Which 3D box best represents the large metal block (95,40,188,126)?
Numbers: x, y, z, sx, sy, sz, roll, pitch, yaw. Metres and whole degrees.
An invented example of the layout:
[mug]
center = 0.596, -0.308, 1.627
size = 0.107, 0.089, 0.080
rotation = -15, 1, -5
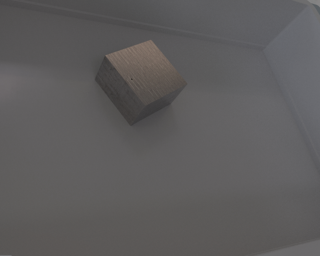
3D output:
[large metal block]
center = -0.025, -0.062, 0.413
size = 0.081, 0.050, 0.080
rotation = -32, 79, -38
